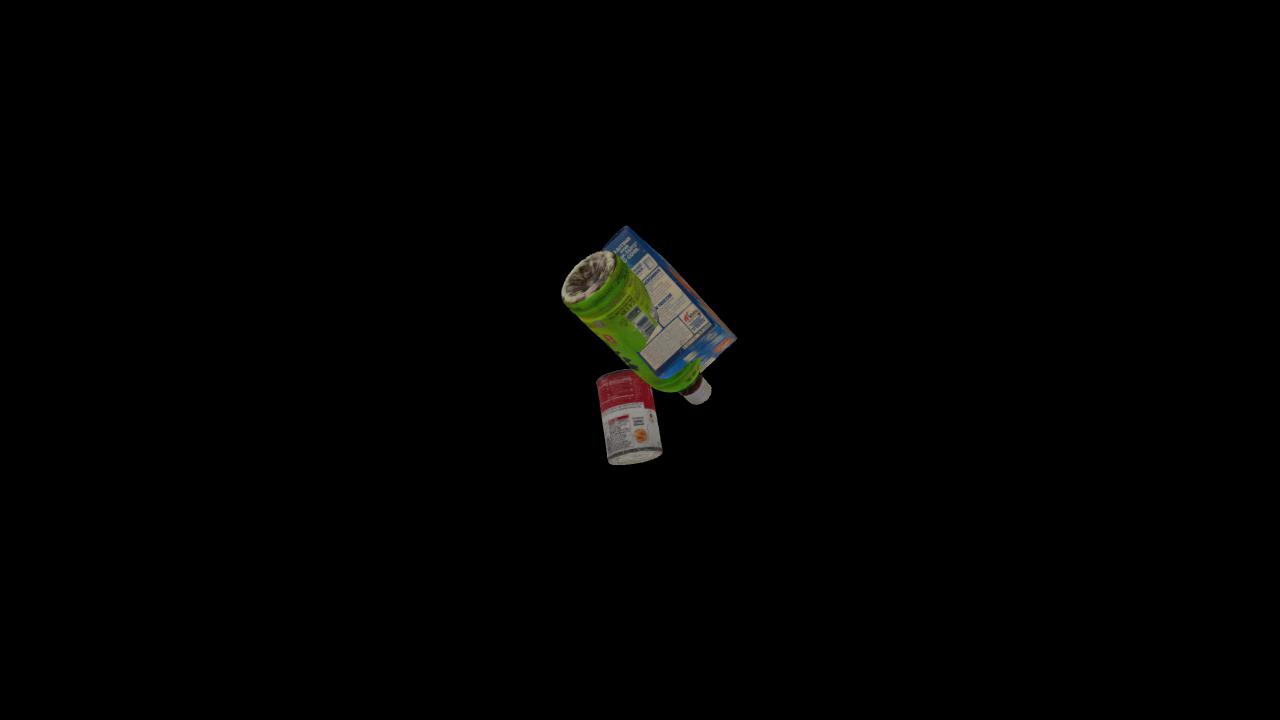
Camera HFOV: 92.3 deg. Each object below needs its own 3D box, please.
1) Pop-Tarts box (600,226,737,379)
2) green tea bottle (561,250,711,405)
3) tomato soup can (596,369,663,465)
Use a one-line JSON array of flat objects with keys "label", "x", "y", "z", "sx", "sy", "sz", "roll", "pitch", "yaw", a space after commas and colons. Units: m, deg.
[{"label": "Pop-Tarts box", "x": 0.025, "y": -0.055, "z": 0.686, "sx": 0.083, "sy": 0.141, "sz": 0.167, "roll": -43, "pitch": -13, "yaw": 9}, {"label": "green tea bottle", "x": 0.010, "y": -0.020, "z": 0.641, "sx": 0.073, "sy": 0.073, "sz": 0.212, "roll": 0, "pitch": -36, "yaw": 46}, {"label": "tomato soup can", "x": -0.013, "y": 0.069, "z": 0.735, "sx": 0.068, "sy": 0.101, "sz": 0.068, "roll": -8, "pitch": -21, "yaw": -3}]
